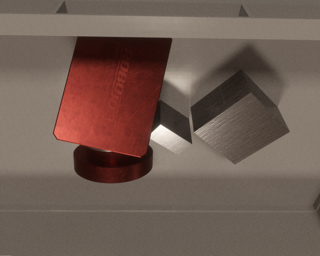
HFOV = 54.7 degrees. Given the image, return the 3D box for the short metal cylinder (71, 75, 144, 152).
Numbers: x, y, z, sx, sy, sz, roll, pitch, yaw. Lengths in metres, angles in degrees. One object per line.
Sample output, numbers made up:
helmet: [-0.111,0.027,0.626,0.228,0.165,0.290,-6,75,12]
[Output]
short metal cylinder: [-0.058,-0.018,0.357,0.081,0.080,0.050,1,130,-1]

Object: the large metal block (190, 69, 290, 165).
large metal block: [0.097,-0.011,0.385,0.080,0.050,0.080,37,121,-28]

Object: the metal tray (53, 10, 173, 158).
metal tray: [-0.046,-0.042,0.315,0.091,0.030,0.129,14,85,-12]

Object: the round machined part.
round machined part: [-0.058,0.028,0.389,0.099,0.098,0.042,2,108,-2]

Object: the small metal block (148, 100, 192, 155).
small metal block: [0.012,-0.001,0.392,0.050,0.050,0.025,32,123,-25]
